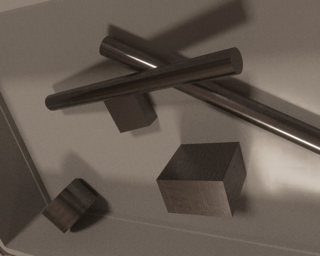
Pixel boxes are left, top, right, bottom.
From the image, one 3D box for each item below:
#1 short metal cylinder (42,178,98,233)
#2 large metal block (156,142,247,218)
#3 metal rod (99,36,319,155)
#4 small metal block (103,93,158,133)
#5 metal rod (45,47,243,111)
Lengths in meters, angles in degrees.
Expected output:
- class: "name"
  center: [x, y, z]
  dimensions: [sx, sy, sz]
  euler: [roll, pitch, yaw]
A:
- class: "short metal cylinder"
  center: [-0.155, 0.133, 0.534]
  dimensions: [0.050, 0.080, 0.080]
  euler: [43, 129, -2]
- class: "large metal block"
  center: [0.054, 0.060, 0.381]
  dimensions: [0.080, 0.080, 0.050]
  euler: [-4, 116, 30]
- class: "metal rod"
  center: [0.066, -0.036, 0.350]
  dimensions: [0.301, 0.025, 0.025]
  euler: [26, 127, 11]
- class: "small metal block"
  center: [-0.039, -0.025, 0.412]
  dimensions: [0.050, 0.025, 0.050]
  euler: [-14, 112, 33]
- class: "metal rod"
  center: [-0.046, -0.050, 0.375]
  dimensions: [0.300, 0.025, 0.025]
  euler: [-6, 116, 39]
